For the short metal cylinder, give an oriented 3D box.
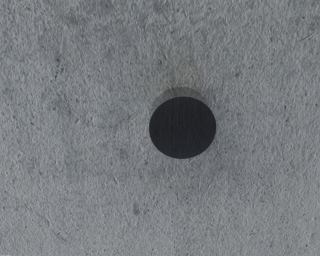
[{"bbox_3d":[0.027,-0.008,0.394,0.080,0.050,0.079,0,110,0],"label":"short metal cylinder"}]
